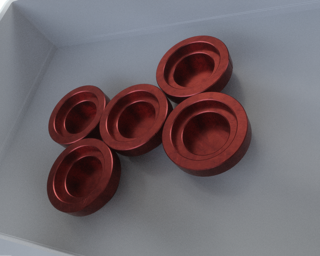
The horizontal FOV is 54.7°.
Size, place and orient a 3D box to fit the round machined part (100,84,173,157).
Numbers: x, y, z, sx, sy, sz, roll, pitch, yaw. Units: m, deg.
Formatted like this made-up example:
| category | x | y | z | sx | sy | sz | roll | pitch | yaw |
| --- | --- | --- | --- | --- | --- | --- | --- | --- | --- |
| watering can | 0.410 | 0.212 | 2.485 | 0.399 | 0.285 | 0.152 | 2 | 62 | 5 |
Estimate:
| category | x | y | z | sx | sy | sz | roll | pitch | yaw |
| --- | --- | --- | --- | --- | --- | --- | --- | --- | --- |
| round machined part | -0.027 | -0.007 | 0.409 | 0.098 | 0.042 | 0.098 | -13 | 56 | 21 |

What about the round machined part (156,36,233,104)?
| category | x | y | z | sx | sy | sz | roll | pitch | yaw |
| --- | --- | --- | --- | --- | --- | --- | --- | --- | --- |
| round machined part | 0.048 | -0.071 | 0.410 | 0.098 | 0.042 | 0.098 | -13 | 56 | 21 |

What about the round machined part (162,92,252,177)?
| category | x | y | z | sx | sy | sz | roll | pitch | yaw |
| --- | --- | --- | --- | --- | --- | --- | --- | --- | --- |
| round machined part | 0.056 | 0.010 | 0.356 | 0.098 | 0.042 | 0.098 | -13 | 56 | 21 |

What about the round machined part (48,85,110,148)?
| category | x | y | z | sx | sy | sz | roll | pitch | yaw |
| --- | --- | --- | --- | --- | --- | --- | --- | --- | --- |
| round machined part | -0.111 | -0.011 | 0.458 | 0.098 | 0.042 | 0.098 | -13 | 56 | 21 |

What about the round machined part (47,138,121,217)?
| category | x | y | z | sx | sy | sz | roll | pitch | yaw |
| --- | --- | --- | --- | --- | --- | --- | --- | --- | --- |
| round machined part | -0.092 | 0.065 | 0.399 | 0.098 | 0.042 | 0.098 | -13 | 56 | 21 |
